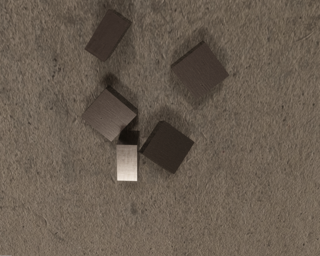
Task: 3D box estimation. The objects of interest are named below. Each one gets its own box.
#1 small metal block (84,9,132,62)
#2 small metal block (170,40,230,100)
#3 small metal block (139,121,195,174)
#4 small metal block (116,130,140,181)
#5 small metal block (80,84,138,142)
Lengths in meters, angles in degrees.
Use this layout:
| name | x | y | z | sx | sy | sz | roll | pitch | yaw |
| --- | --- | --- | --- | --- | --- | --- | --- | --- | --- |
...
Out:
| name | x | y | z | sx | sy | sz | roll | pitch | yaw |
| --- | --- | --- | --- | --- | --- | --- | --- | --- | --- |
| small metal block | -0.058 | -0.107 | 0.356 | 0.025 | 0.050 | 0.050 | 33 | 107 | -12 |
| small metal block | 0.049 | -0.072 | 0.384 | 0.050 | 0.025 | 0.050 | -37 | 107 | 12 |
| small metal block | 0.009 | 0.025 | 0.409 | 0.050 | 0.025 | 0.050 | 36 | 80 | -13 |
| small metal block | -0.041 | 0.035 | 0.409 | 0.025 | 0.050 | 0.050 | 1 | 110 | -1 |
| small metal block | -0.065 | -0.019 | 0.402 | 0.050 | 0.025 | 0.050 | 41 | 105 | -14 |
